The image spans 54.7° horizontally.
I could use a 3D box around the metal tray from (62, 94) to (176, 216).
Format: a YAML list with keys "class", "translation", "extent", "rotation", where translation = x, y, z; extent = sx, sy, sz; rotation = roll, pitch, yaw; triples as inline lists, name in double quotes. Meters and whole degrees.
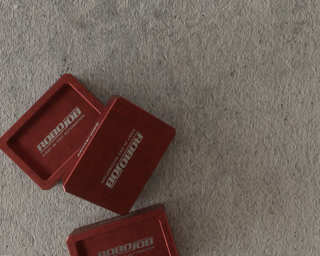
- class: "metal tray"
  translation: [-0.051, 0.035, 0.391]
  extent: [0.090, 0.030, 0.130]
  rotation: [31, 90, -23]

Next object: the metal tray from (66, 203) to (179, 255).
- class: "metal tray"
  translation: [-0.045, 0.162, 0.407]
  extent: [0.131, 0.030, 0.090]
  rotation: [-17, 90, 0]

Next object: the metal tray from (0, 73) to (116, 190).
- class: "metal tray"
  translation: [-0.131, 0.005, 0.406]
  extent: [0.090, 0.030, 0.130]
  rotation: [45, 90, 0]
